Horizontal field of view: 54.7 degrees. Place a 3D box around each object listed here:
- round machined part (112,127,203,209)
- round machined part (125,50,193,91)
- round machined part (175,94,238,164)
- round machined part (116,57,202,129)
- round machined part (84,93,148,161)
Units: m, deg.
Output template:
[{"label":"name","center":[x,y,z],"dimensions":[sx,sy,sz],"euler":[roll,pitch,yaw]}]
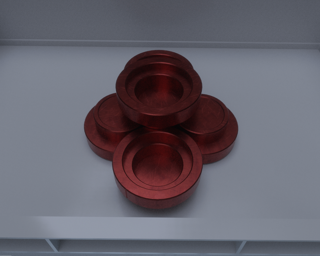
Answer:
[{"label":"round machined part","center":[-0.003,0.047,0.352],"dimensions":[0.099,0.042,0.098],"euler":[0,50,0]},{"label":"round machined part","center":[-0.002,-0.066,0.447],"dimensions":[0.099,0.042,0.098],"euler":[0,50,0]},{"label":"round machined part","center":[0.051,-0.006,0.397],"dimensions":[0.099,0.042,0.098],"euler":[0,50,0]},{"label":"round machined part","center":[-0.001,-0.037,0.368],"dimensions":[0.099,0.042,0.098],"euler":[0,50,0]},{"label":"round machined part","center":[-0.048,-0.009,0.398],"dimensions":[0.099,0.042,0.098],"euler":[0,50,0]}]
